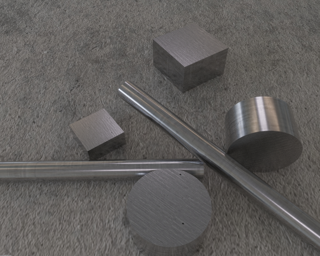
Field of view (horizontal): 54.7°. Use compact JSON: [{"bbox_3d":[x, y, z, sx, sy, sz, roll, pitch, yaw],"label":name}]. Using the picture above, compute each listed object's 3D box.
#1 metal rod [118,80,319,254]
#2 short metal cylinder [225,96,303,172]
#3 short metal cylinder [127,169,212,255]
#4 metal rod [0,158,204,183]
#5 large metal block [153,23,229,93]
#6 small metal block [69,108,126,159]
[{"bbox_3d":[0.068,0.038,0.345,0.300,0.025,0.025,38,59,18],"label":"metal rod"},{"bbox_3d":[0.118,0.009,0.361,0.080,0.080,0.050,3,50,3],"label":"short metal cylinder"},{"bbox_3d":[0.009,0.088,0.313,0.081,0.050,0.080,0,50,0],"label":"short metal cylinder"},{"bbox_3d":[-0.101,0.050,0.360,0.302,0.025,0.025,-1,50,-1],"label":"metal rod"},{"bbox_3d":[0.045,-0.110,0.480,0.081,0.050,0.080,-27,55,-21],"label":"large metal block"},{"bbox_3d":[-0.079,0.009,0.396,0.050,0.025,0.050,-29,56,-22],"label":"small metal block"}]
